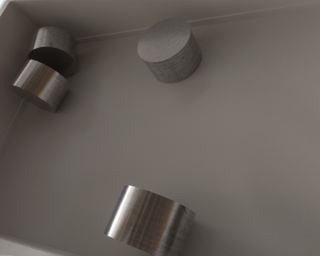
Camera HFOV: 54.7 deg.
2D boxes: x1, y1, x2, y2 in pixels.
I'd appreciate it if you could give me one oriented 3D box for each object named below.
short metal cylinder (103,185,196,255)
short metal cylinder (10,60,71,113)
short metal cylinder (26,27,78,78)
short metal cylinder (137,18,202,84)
[{"bbox_3d":[-0.010,0.098,0.315,0.080,0.080,0.050,10,67,32],"label":"short metal cylinder"},{"bbox_3d":[-0.197,-0.068,0.513,0.080,0.080,0.050,15,69,33],"label":"short metal cylinder"},{"bbox_3d":[-0.189,-0.130,0.547,0.080,0.080,0.050,-18,55,18],"label":"short metal cylinder"},{"bbox_3d":[0.015,-0.112,0.449,0.080,0.050,0.080,-13,56,20],"label":"short metal cylinder"}]
